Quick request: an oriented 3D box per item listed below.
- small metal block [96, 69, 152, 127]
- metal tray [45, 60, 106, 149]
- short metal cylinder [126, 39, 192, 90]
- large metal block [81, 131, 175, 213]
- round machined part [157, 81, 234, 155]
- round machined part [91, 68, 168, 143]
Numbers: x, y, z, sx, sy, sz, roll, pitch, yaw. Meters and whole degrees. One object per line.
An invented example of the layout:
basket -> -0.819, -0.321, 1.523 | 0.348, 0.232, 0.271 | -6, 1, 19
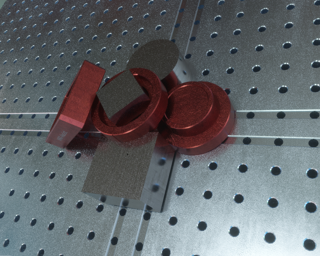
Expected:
small metal block -> -0.043, -0.036, 0.374 | 0.050, 0.025, 0.050 | -36, 51, 4
metal tray -> -0.123, -0.029, 0.441 | 0.129, 0.030, 0.090 | -31, 39, 58
short metal cylinder -> -0.001, -0.078, 0.440 | 0.080, 0.050, 0.080 | -13, 56, 21
large metal block -> -0.036, 0.051, 0.376 | 0.080, 0.050, 0.080 | 1, 62, 28
round machined part -> 0.039, -0.019, 0.387 | 0.098, 0.042, 0.098 | -13, 56, 21
round machined part -> -0.034, -0.025, 0.393 | 0.098, 0.042, 0.098 | -13, 56, 21
